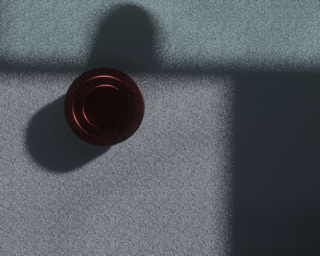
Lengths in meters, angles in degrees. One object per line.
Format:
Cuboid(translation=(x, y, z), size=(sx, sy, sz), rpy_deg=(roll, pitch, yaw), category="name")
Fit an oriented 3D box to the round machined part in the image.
Cuboid(translation=(-0.069, -0.026, 0.402), size=(0.099, 0.042, 0.097), rpy_deg=(0, 90, -1), category="round machined part")
